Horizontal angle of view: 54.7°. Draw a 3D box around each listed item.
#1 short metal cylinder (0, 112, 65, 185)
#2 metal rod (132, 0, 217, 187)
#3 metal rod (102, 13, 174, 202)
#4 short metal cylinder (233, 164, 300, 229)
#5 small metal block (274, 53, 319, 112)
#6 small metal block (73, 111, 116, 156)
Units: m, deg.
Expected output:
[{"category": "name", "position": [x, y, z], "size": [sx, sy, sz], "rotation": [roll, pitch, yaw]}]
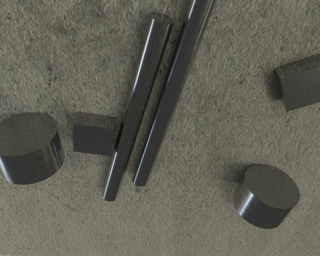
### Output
[{"category": "short metal cylinder", "position": [-0.166, 0.024, 0.390], "size": [0.081, 0.080, 0.050], "rotation": [1, 130, -1]}, {"category": "metal rod", "position": [0.008, -0.030, 0.381], "size": [0.025, 0.025, 0.298], "rotation": [12, 129, -10]}, {"category": "metal rod", "position": [-0.039, -0.001, 0.405], "size": [0.025, 0.025, 0.298], "rotation": [12, 129, -11]}, {"category": "short metal cylinder", "position": [0.156, 0.100, 0.458], "size": [0.081, 0.080, 0.050], "rotation": [8, 130, -7]}, {"category": "small metal block", "position": [0.167, -0.052, 0.364], "size": [0.050, 0.025, 0.050], "rotation": [-17, 128, 14]}, {"category": "small metal block", "position": [-0.088, 0.009, 0.414], "size": [0.050, 0.025, 0.050], "rotation": [8, 130, -8]}]
